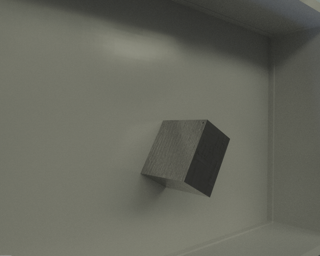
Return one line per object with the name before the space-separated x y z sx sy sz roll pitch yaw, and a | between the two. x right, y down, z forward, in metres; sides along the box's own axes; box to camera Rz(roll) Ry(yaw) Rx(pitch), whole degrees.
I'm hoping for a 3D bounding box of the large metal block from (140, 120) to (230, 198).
large metal block | 0.032 0.036 0.400 0.050 0.080 0.080 36 68 -35
